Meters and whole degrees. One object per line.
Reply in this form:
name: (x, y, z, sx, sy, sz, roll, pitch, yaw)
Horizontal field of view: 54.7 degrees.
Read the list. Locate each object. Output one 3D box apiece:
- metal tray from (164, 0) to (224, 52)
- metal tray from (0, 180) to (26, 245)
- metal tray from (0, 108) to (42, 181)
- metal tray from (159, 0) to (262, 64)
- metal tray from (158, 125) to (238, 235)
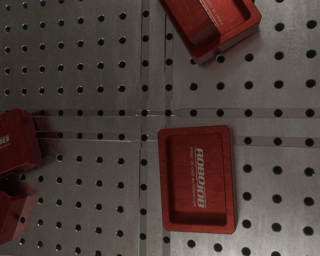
metal tray: (0.025, -0.156, 0.368, 0.030, 0.090, 0.130, -33, 80, 18)
metal tray: (-0.292, 0.123, 0.510, 0.130, 0.030, 0.089, 24, 98, 18)
metal tray: (-0.255, 0.034, 0.479, 0.130, 0.030, 0.090, -22, 73, 8)
metal tray: (0.052, -0.157, 0.381, 0.090, 0.030, 0.130, -30, 82, 8)
metal tray: (0.048, 0.063, 0.392, 0.090, 0.030, 0.129, -4, 89, 19)
